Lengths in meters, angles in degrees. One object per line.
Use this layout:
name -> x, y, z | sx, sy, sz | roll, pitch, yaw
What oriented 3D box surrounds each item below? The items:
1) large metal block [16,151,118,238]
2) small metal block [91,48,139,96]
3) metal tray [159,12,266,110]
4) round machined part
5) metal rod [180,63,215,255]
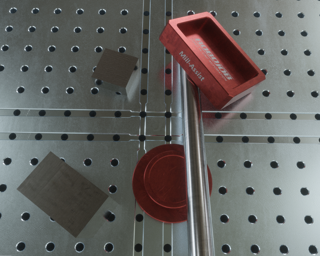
large metal block -> -0.099, 0.079, 0.352 | 0.080, 0.080, 0.050 | 35, 74, 11
small metal block -> -0.062, -0.080, 0.440 | 0.050, 0.025, 0.050 | 19, 71, 6
metal tray -> 0.071, -0.095, 0.419 | 0.091, 0.030, 0.130 | -28, 76, -38
round machined part -> 0.015, 0.066, 0.379 | 0.099, 0.042, 0.098 | 0, 70, -1
metal rod -> 0.040, 0.000, 0.376 | 0.025, 0.025, 0.300 | 0, 57, 0
